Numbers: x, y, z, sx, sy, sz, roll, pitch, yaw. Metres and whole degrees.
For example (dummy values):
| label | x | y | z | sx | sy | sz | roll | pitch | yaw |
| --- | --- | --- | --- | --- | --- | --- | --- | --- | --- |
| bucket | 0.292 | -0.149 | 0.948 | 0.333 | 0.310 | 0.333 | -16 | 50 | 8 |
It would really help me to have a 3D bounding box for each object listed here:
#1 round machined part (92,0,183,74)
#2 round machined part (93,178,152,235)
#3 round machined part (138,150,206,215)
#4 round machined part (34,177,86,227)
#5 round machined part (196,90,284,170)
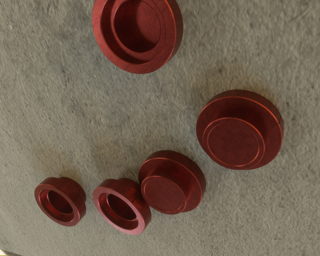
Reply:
| label | x | y | z | sx | sy | sz | roll | pitch | yaw |
| --- | --- | --- | --- | --- | --- | --- | --- | --- | --- |
| round machined part | -0.021 | -0.112 | 0.336 | 0.098 | 0.042 | 0.097 | 13 | 124 | 20 |
| round machined part | -0.054 | 0.118 | 0.490 | 0.098 | 0.042 | 0.097 | 19 | 131 | 24 |
| round machined part | 0.012 | 0.084 | 0.440 | 0.098 | 0.042 | 0.097 | 13 | 124 | 20 |
| round machined part | -0.175 | 0.129 | 0.565 | 0.098 | 0.042 | 0.097 | 13 | 124 | 20 |
| round machined part | 0.088 | 0.009 | 0.354 | 0.098 | 0.042 | 0.097 | 13 | 124 | 20 |
